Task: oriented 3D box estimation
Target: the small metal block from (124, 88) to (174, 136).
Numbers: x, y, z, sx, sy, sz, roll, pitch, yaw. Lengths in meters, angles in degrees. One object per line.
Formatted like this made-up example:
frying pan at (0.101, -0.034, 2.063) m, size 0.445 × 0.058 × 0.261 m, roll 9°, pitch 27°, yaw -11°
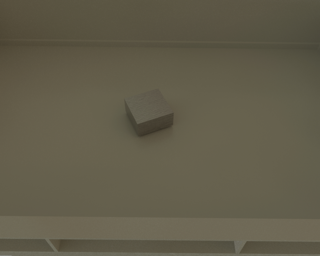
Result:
small metal block at (-0.015, -0.022, 0.419) m, size 0.050 × 0.025 × 0.050 m, roll -18°, pitch 53°, yaw -15°
